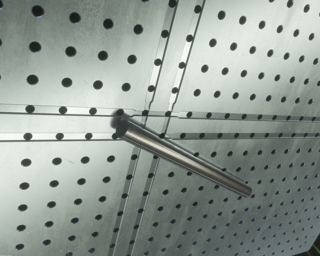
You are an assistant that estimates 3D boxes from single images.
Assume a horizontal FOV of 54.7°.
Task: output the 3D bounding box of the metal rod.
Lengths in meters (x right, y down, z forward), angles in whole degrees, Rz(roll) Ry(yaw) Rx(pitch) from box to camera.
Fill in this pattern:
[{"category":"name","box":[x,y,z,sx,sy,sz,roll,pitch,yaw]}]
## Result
[{"category":"metal rod","box":[0.056,0.059,0.480,0.301,0.025,0.025,29,102,-38]}]
